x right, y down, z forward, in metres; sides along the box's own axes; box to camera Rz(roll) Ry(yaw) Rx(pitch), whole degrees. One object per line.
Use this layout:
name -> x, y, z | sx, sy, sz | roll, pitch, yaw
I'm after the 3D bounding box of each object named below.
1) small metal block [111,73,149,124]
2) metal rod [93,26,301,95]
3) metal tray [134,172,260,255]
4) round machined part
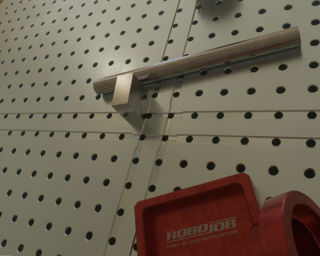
small metal block -> -0.040, -0.041, 0.437 | 0.025, 0.050, 0.050 | -7, 59, 24
metal rod -> 0.037, -0.090, 0.442 | 0.301, 0.025, 0.025 | -10, 58, 22
metal tray -> 0.040, 0.107, 0.317 | 0.130, 0.030, 0.090 | -19, 54, 16
round machined part -> 0.108, 0.103, 0.247 | 0.042, 0.099, 0.098 | -34, 47, 37
